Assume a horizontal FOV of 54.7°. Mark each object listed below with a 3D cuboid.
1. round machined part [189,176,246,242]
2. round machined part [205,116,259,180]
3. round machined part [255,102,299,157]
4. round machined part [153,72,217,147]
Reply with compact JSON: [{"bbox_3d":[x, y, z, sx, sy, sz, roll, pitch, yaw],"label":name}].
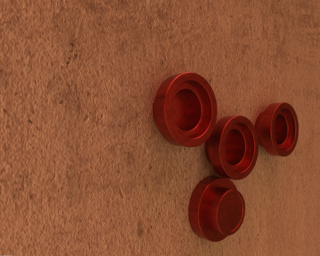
[{"bbox_3d":[0.093,0.124,0.471,0.099,0.042,0.097,0,90,-40],"label":"round machined part"},{"bbox_3d":[0.108,0.030,0.484,0.099,0.042,0.097,0,90,-40],"label":"round machined part"},{"bbox_3d":[0.212,0.003,0.571,0.099,0.042,0.097,0,90,-40],"label":"round machined part"},{"bbox_3d":[0.029,-0.024,0.418,0.099,0.042,0.097,0,90,-40],"label":"round machined part"}]
